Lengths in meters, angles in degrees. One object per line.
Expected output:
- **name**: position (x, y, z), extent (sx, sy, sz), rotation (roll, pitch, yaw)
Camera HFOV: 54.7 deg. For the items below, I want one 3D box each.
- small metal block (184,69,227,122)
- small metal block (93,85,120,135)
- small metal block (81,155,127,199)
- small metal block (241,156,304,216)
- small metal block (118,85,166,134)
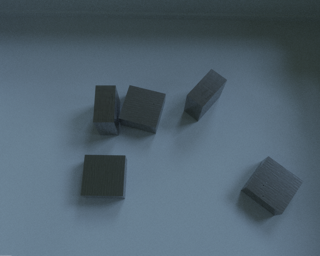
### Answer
- **small metal block**: position (0.059, -0.043, 0.413), extent (0.025, 0.050, 0.050), rotation (39, 74, 12)
- **small metal block**: position (-0.068, -0.022, 0.403), extent (0.025, 0.050, 0.050), rotation (0, 70, 0)
- **small metal block**: position (-0.068, 0.061, 0.386), extent (0.050, 0.025, 0.050), rotation (1, 70, 0)
- **small metal block**: position (0.139, 0.072, 0.385), extent (0.050, 0.025, 0.050), rotation (37, 74, 12)
- **small metal block**: position (-0.023, -0.025, 0.419), extent (0.050, 0.025, 0.050), rotation (14, 71, 5)
